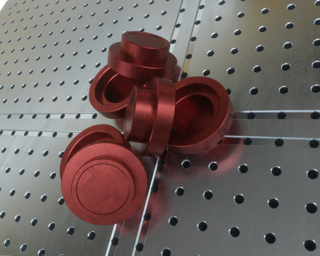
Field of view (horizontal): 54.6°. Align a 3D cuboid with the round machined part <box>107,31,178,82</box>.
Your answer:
[{"bbox_3d":[-0.023,-0.106,0.440,0.099,0.042,0.098,10,32,-6],"label":"round machined part"}]

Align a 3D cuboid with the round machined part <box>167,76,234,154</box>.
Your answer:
[{"bbox_3d":[0.042,-0.012,0.383,0.098,0.042,0.098,-13,56,21],"label":"round machined part"}]

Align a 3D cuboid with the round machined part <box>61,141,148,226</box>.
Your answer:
[{"bbox_3d":[-0.063,0.065,0.355,0.099,0.042,0.097,0,94,-5],"label":"round machined part"}]

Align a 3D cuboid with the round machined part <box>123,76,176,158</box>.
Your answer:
[{"bbox_3d":[-0.017,-0.015,0.378,0.042,0.098,0.098,10,58,-14],"label":"round machined part"}]

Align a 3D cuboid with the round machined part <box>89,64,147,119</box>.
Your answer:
[{"bbox_3d":[-0.052,-0.055,0.458,0.098,0.042,0.098,-13,56,21],"label":"round machined part"}]

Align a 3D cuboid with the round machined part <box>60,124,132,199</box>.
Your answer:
[{"bbox_3d":[-0.080,0.047,0.411,0.098,0.042,0.098,-13,56,21],"label":"round machined part"}]
